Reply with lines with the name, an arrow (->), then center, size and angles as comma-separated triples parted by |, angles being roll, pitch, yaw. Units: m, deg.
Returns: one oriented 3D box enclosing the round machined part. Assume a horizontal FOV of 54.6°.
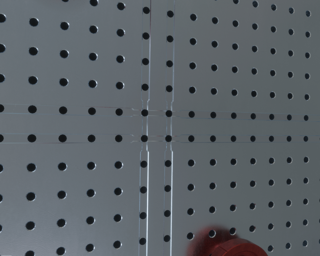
round machined part -> 0.107, 0.206, 0.443 | 0.099, 0.042, 0.097 | 0, 90, -20
